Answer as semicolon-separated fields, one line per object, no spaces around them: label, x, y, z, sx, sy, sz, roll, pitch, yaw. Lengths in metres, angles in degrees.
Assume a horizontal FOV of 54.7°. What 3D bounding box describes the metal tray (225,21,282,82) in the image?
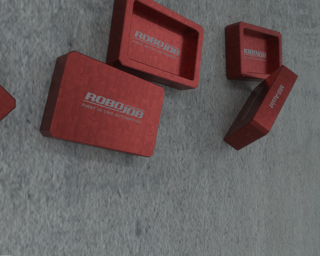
metal tray;0.168;-0.129;0.545;0.131;0.030;0.089;-4;93;-40

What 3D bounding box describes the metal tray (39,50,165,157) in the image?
metal tray;-0.059;-0.021;0.354;0.131;0.030;0.090;17;79;-39

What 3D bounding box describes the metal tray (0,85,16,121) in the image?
metal tray;-0.195;-0.007;0.238;0.090;0.030;0.130;53;59;-27

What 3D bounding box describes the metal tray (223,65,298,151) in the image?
metal tray;0.161;-0.032;0.498;0.030;0.090;0.130;37;64;-1

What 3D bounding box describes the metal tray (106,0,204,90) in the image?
metal tray;-0.001;-0.107;0.402;0.131;0.030;0.089;11;83;-40
